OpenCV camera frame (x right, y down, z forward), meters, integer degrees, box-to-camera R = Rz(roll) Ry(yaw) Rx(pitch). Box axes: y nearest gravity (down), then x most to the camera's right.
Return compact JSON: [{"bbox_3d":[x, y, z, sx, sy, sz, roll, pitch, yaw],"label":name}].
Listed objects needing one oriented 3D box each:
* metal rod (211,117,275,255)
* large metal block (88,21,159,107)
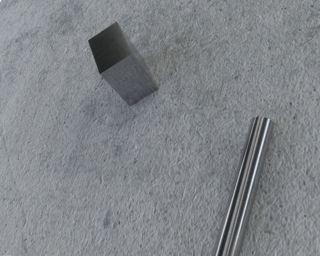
[{"bbox_3d":[0.062,0.124,0.294,0.025,0.025,0.300,9,66,32],"label":"metal rod"},{"bbox_3d":[-0.053,-0.092,0.451,0.050,0.080,0.080,-31,52,8],"label":"large metal block"}]
